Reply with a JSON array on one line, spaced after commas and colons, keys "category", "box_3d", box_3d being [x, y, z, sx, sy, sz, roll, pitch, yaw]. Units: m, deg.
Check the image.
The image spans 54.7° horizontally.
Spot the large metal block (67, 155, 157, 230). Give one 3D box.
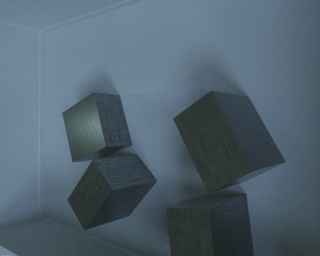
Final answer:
[{"category": "large metal block", "box_3d": [-0.065, 0.085, 0.422, 0.050, 0.081, 0.080, 50, 119, 28]}]

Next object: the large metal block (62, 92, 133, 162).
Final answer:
[{"category": "large metal block", "box_3d": [-0.096, 0.001, 0.467, 0.080, 0.050, 0.080, -24, 75, 37]}]

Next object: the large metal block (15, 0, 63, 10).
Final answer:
[{"category": "large metal block", "box_3d": [-0.224, -0.272, 0.574, 0.080, 0.050, 0.079, 8, 95, 39]}]

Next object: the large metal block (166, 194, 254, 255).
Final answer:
[{"category": "large metal block", "box_3d": [0.055, 0.116, 0.324, 0.050, 0.081, 0.080, -9, 84, 39]}]

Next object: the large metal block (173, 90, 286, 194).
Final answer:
[{"category": "large metal block", "box_3d": [0.071, 0.013, 0.311, 0.050, 0.081, 0.080, -37, 68, 34]}]
